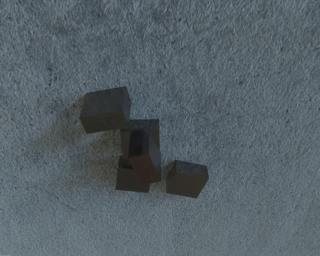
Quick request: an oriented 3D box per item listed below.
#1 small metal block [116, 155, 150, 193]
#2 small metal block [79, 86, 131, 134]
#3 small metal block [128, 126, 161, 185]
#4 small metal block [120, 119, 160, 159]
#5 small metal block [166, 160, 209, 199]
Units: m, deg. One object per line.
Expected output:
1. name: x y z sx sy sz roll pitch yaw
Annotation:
1. small metal block: -0.039 0.070 0.466 0.050 0.025 0.050 7 130 -6
2. small metal block: -0.063 -0.022 0.371 0.050 0.050 0.025 -9 130 7
3. small metal block: -0.018 0.034 0.387 0.025 0.050 0.050 -13 129 10
4. small metal block: -0.026 0.015 0.420 0.050 0.025 0.050 -1 130 0
5. small metal block: 0.041 0.079 0.475 0.050 0.025 0.050 13 129 -11
